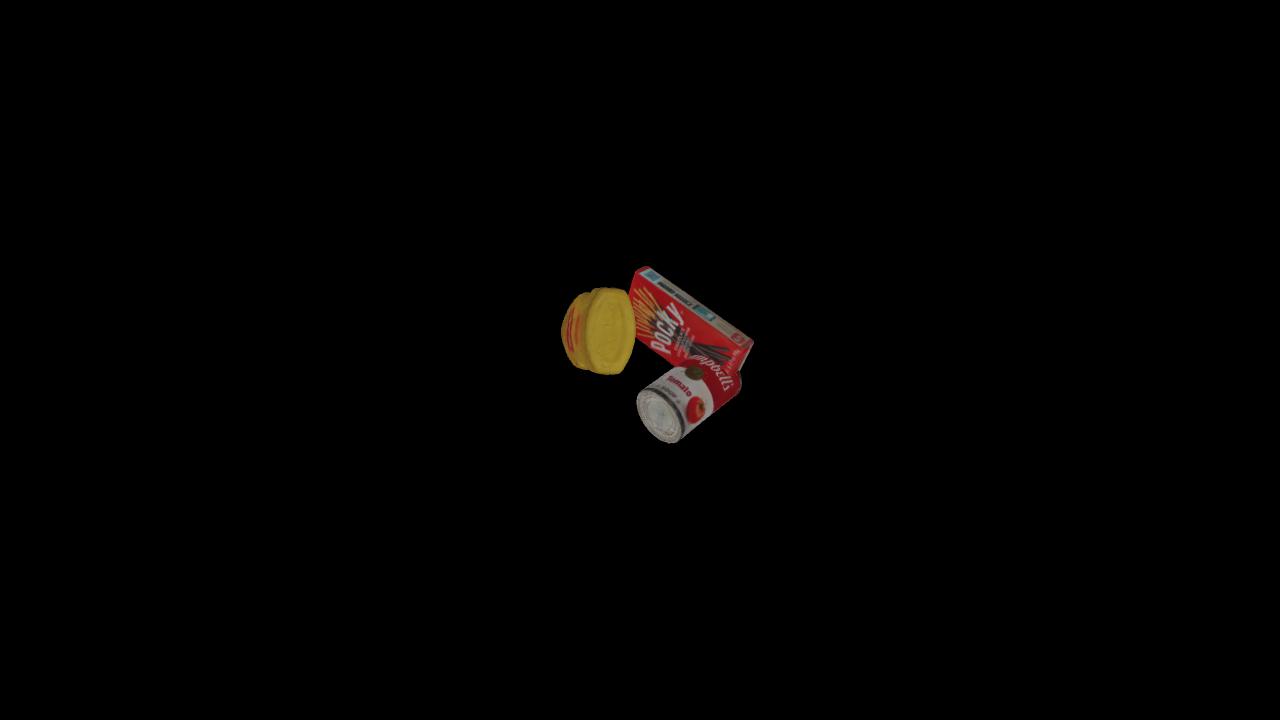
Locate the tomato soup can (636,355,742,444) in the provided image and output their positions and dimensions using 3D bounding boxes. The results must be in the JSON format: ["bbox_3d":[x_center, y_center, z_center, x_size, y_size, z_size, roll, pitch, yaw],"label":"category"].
[{"bbox_3d":[0.053,0.037,0.667,0.101,0.068,0.068,-33,19,-32],"label":"tomato soup can"}]

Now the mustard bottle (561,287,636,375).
[{"bbox_3d":[-0.057,-0.033,0.707,0.054,0.092,0.184,-3,4,-18],"label":"mustard bottle"}]

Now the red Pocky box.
[{"bbox_3d":[0.047,-0.031,0.690,0.155,0.083,0.028,38,47,20],"label":"red Pocky box"}]
